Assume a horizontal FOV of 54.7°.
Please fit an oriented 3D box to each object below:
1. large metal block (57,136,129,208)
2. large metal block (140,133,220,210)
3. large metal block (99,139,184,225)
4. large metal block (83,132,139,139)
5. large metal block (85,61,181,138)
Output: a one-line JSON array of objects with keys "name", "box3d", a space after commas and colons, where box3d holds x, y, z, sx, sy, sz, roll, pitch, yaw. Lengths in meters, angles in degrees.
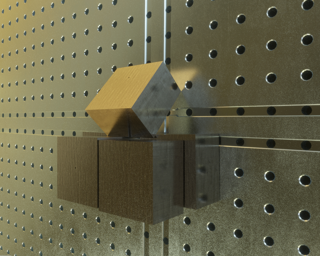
[{"name": "large metal block", "box3d": [-0.085, 0.050, 0.392, 0.080, 0.050, 0.079, 0, 90, 39]}, {"name": "large metal block", "box3d": [0.023, 0.047, 0.372, 0.080, 0.050, 0.079, -1, 89, 39]}, {"name": "large metal block", "box3d": [-0.022, 0.053, 0.341, 0.080, 0.050, 0.079, 0, 90, 39]}, {"name": "large metal block", "box3d": [-0.067, 0.046, 0.446, 0.080, 0.050, 0.079, 2, 91, 39]}, {"name": "large metal block", "box3d": [-0.033, -0.035, 0.391, 0.080, 0.050, 0.080, 1, 48, 39]}]
